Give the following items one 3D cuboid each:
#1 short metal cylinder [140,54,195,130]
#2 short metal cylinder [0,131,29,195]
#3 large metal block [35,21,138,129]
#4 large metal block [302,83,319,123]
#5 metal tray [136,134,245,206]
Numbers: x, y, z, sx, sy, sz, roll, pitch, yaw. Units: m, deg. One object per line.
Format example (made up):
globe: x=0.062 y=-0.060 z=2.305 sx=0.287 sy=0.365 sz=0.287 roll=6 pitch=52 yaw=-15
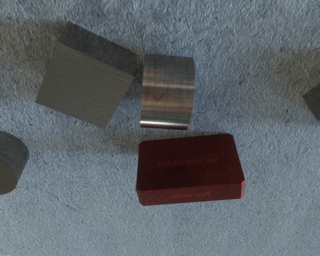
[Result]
short metal cylinder: x=0.006 y=-0.039 z=0.338 sx=0.050 sy=0.080 sz=0.079 roll=4 pitch=130 yaw=-3
short metal cylinder: x=-0.232 y=0.048 z=0.430 sx=0.081 sy=0.050 sz=0.079 roll=0 pitch=130 yaw=0
large metal block: x=-0.080 y=-0.056 z=0.343 sx=0.080 sy=0.050 sz=0.080 roll=23 pitch=127 yaw=-18
large metal block: x=0.236 y=-0.029 z=0.369 sx=0.080 sy=0.050 sz=0.080 roll=31 pitch=124 yaw=-24
metal tray: x=0.037 y=0.053 z=0.409 sx=0.131 sy=0.090 sz=0.030 roll=-5 pitch=130 yaw=4
